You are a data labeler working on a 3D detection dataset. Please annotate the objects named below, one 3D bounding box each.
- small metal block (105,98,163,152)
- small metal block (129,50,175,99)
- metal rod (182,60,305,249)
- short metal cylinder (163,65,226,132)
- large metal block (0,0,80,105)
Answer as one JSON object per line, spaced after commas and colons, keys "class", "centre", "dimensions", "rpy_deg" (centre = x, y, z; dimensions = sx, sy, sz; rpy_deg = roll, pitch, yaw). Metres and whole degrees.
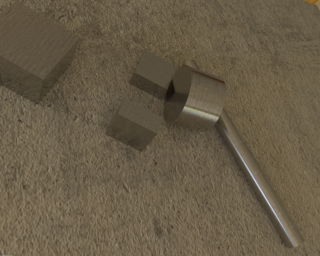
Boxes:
{"class": "small metal block", "centre": [-0.032, -0.002, 0.373], "dimensions": [0.050, 0.050, 0.025], "rpy_deg": [27, 52, -12]}
{"class": "small metal block", "centre": [-0.011, -0.077, 0.447], "dimensions": [0.050, 0.025, 0.050], "rpy_deg": [27, 52, -12]}
{"class": "metal rod", "centre": [0.112, 0.026, 0.450], "dimensions": [0.025, 0.025, 0.299], "rpy_deg": [-17, 71, -35]}
{"class": "short metal cylinder", "centre": [0.045, -0.039, 0.418], "dimensions": [0.050, 0.080, 0.080], "rpy_deg": [15, 56, -20]}
{"class": "large metal block", "centre": [-0.154, -0.087, 0.359], "dimensions": [0.080, 0.050, 0.080], "rpy_deg": [30, 52, -9]}
